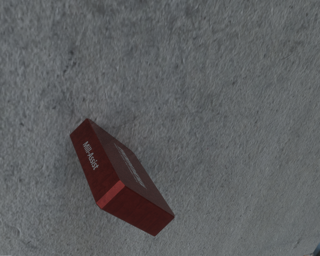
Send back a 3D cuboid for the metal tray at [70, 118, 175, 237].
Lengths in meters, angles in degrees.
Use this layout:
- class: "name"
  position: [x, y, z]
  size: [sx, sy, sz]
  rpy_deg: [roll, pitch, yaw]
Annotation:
- class: "metal tray"
  position: [-0.045, 0.051, 0.345]
  size: [0.030, 0.130, 0.090]
  rpy_deg: [-45, 129, 3]
